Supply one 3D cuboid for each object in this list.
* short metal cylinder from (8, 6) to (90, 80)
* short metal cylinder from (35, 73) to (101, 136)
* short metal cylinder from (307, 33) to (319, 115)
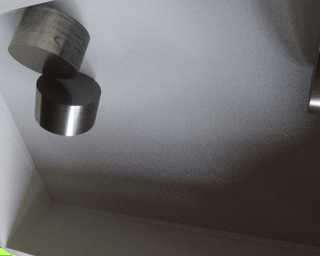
[{"bbox_3d":[-0.131,-0.099,0.372,0.080,0.050,0.080,13,164,4],"label":"short metal cylinder"},{"bbox_3d":[-0.123,-0.035,0.415,0.080,0.080,0.050,28,128,10],"label":"short metal cylinder"},{"bbox_3d":[0.158,-0.049,0.260,0.050,0.080,0.079,9,122,23],"label":"short metal cylinder"}]
